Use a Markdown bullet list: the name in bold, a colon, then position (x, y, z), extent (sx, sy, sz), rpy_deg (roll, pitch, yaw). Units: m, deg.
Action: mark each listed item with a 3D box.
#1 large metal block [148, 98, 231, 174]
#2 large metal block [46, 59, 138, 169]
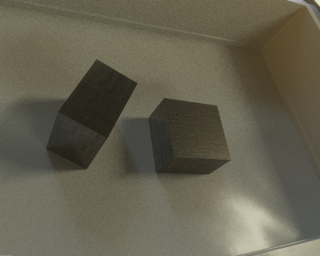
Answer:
- **large metal block**: position (0.036, 0.013, 0.403), extent (0.081, 0.050, 0.080), rpy_deg (6, 59, -26)
- **large metal block**: position (-0.075, -0.013, 0.339), extent (0.050, 0.080, 0.080), rpy_deg (30, 52, -10)
